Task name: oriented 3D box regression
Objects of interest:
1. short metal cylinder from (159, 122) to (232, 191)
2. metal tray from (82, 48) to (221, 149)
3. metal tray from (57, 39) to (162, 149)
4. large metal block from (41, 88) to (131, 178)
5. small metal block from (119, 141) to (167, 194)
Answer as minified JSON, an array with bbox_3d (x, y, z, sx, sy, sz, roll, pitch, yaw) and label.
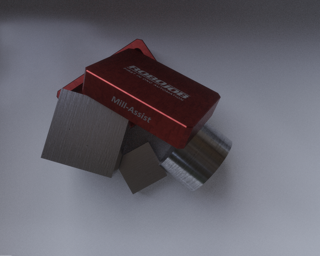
[{"bbox_3d":[0.043,0.031,0.384,0.050,0.080,0.080,39,90,-1],"label":"short metal cylinder"},{"bbox_3d":[-0.008,-0.039,0.348,0.130,0.090,0.030,30,128,14],"label":"metal tray"},{"bbox_3d":[-0.054,-0.043,0.406,0.130,0.030,0.090,-34,90,-1],"label":"metal tray"},{"bbox_3d":[-0.081,0.006,0.364,0.080,0.050,0.080,16,90,-1],"label":"large metal block"},{"bbox_3d":[-0.025,0.051,0.410,0.050,0.025,0.050,-29,90,-1],"label":"small metal block"}]
